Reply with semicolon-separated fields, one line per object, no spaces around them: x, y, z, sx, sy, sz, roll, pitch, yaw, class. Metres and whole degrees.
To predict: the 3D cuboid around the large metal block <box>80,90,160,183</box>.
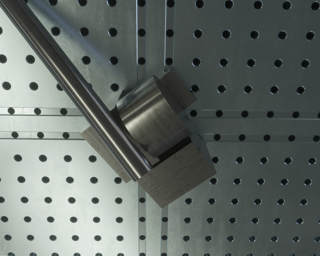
-0.045;0.008;0.387;0.050;0.080;0.080;-36;107;12;large metal block

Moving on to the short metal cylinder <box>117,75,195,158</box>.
-0.004;-0.013;0.352;0.050;0.080;0.080;-35;107;12;short metal cylinder

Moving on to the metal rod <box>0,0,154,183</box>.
-0.109;-0.069;0.331;0.025;0.025;0.300;-40;85;13;metal rod

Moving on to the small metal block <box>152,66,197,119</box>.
0.011;-0.042;0.399;0.050;0.025;0.050;-40;106;13;small metal block

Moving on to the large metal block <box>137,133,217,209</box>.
0.019;0.043;0.398;0.080;0.080;0.050;-36;107;12;large metal block
